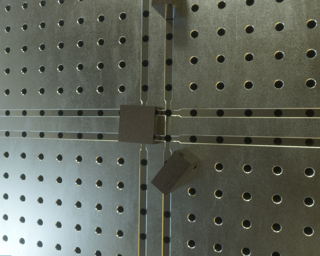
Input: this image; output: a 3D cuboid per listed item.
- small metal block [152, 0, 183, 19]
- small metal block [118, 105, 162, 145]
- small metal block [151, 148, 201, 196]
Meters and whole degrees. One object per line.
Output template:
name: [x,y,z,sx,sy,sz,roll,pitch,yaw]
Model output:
small metal block: [0.011,-0.173,0.395,0.025,0.050,0.050,2,91,20]
small metal block: [-0.027,-0.005,0.421,0.050,0.025,0.050,4,91,19]
small metal block: [0.021,0.054,0.391,0.025,0.050,0.050,40,102,15]
